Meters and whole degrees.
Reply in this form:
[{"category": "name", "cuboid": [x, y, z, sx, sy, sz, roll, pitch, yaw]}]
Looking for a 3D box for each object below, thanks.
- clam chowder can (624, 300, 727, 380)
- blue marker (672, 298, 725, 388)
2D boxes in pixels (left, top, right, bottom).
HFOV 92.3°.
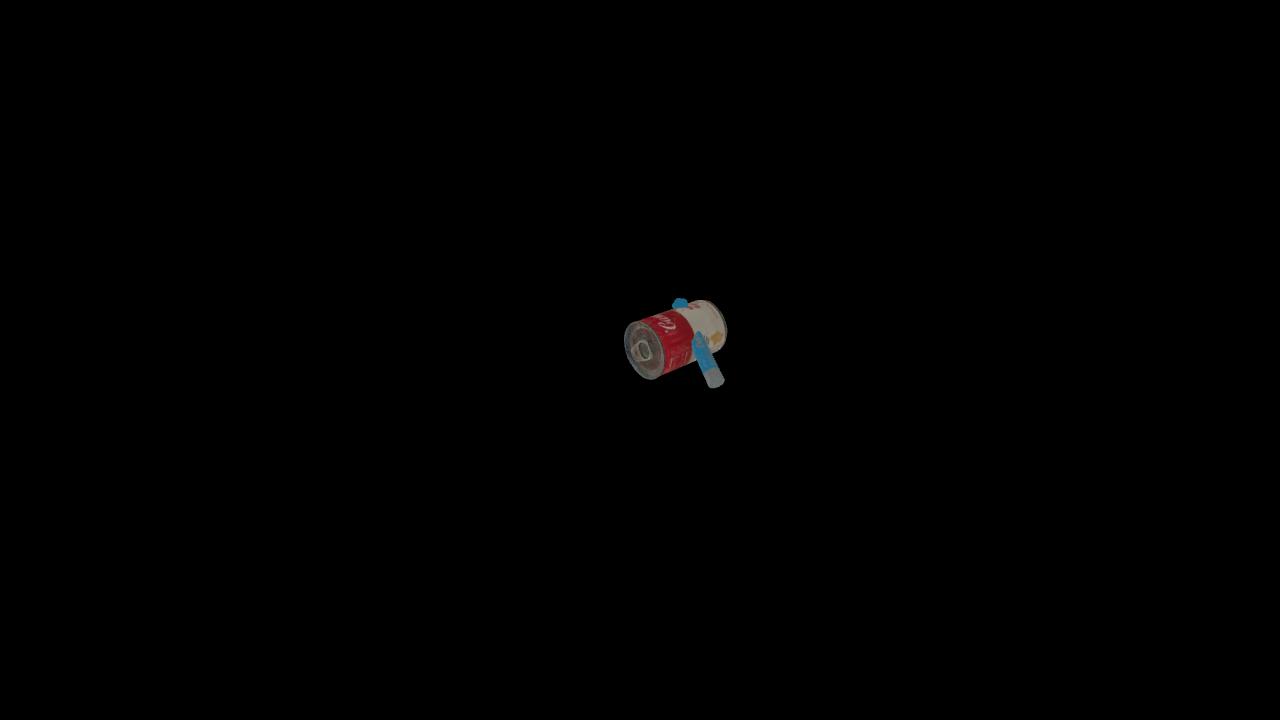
[{"category": "clam chowder can", "cuboid": [0.042, -0.025, 0.704, 0.102, 0.068, 0.068, -21, 12, -34]}, {"category": "blue marker", "cuboid": [0.063, -0.022, 0.683, 0.020, 0.121, 0.020, -15, -33, -10]}]
